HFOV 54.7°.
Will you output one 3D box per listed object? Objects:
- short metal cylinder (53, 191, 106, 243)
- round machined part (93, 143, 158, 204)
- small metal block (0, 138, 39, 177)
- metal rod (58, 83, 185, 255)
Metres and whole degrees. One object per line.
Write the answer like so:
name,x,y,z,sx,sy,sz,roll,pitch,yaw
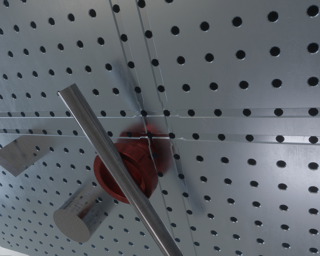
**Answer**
short metal cylinder,-0.149,0.165,0.576,0.080,0.050,0.079,13,124,21
round machined part,-0.047,0.063,0.464,0.098,0.042,0.097,13,124,21
small metal block,-0.262,0.053,0.567,0.050,0.050,0.025,37,129,4
metal rod,-0.045,0.075,0.426,0.025,0.025,0.299,-19,109,35
